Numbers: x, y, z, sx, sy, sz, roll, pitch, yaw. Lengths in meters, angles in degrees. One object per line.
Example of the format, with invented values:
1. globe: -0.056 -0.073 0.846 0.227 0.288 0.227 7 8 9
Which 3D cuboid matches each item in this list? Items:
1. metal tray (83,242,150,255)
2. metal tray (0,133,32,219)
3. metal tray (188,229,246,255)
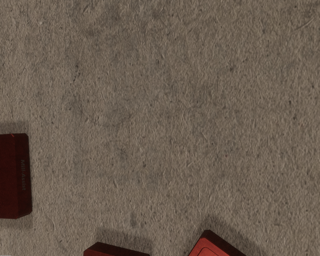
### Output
1. metal tray: -0.063 0.234 0.427 0.090 0.030 0.129 6 92 19
2. metal tray: -0.254 0.075 0.494 0.090 0.030 0.129 -4 89 19
3. metal tray: 0.060 0.206 0.384 0.090 0.030 0.129 33 100 16
